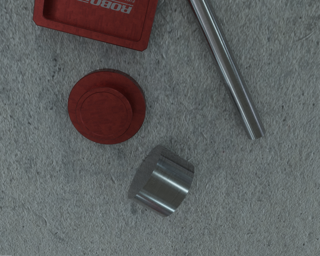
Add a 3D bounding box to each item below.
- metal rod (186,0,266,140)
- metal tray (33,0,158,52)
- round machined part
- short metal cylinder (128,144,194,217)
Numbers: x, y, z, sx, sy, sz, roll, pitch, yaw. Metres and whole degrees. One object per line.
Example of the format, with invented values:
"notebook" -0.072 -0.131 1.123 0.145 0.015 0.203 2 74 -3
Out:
"metal rod" 0.061 -0.116 0.368 0.025 0.025 0.299 -26 108 9
"metal tray" -0.069 -0.147 0.351 0.131 0.030 0.089 13 110 -5
"round machined part" -0.067 -0.023 0.391 0.099 0.042 0.097 0 110 -1
"short metal cylinder" 0.001 0.069 0.406 0.050 0.080 0.080 32 107 -12
